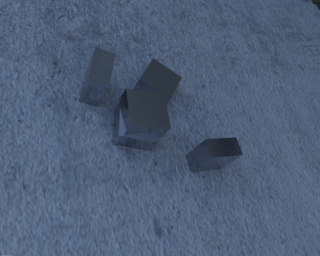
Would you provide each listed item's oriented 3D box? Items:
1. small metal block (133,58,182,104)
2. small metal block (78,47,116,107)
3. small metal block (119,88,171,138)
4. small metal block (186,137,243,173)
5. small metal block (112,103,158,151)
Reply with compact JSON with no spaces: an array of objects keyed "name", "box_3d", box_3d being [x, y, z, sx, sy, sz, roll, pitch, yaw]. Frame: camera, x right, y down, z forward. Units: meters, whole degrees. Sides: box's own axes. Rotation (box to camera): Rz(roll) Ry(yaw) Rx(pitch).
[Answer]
[{"name":"small metal block","box_3d":[-0.003,-0.064,0.443,0.050,0.025,0.050,33,51,-7]},{"name":"small metal block","box_3d":[-0.078,-0.062,0.385,0.025,0.050,0.050,17,55,-19]},{"name":"small metal block","box_3d":[-0.019,-0.017,0.374,0.050,0.025,0.050,4,60,-27]},{"name":"small metal block","box_3d":[0.070,0.036,0.406,0.050,0.050,0.025,-2,63,-30]},{"name":"small metal block","box_3d":[-0.031,-0.002,0.390,0.050,0.025,0.050,12,57,-22]}]
